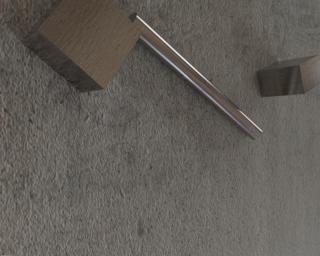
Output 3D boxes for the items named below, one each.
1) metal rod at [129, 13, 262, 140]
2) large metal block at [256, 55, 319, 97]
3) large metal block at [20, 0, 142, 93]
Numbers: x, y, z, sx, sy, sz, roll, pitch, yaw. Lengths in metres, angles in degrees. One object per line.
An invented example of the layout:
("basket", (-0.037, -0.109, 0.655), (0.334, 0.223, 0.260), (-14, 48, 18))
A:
("metal rod", (0.066, -0.060, 0.459), (0.301, 0.025, 0.025), (34, 69, -35))
("large metal block", (0.239, -0.095, 0.568), (0.081, 0.080, 0.050), (-26, 107, -37))
("large metal block", (-0.079, -0.094, 0.322), (0.080, 0.050, 0.080), (43, 64, -32))
